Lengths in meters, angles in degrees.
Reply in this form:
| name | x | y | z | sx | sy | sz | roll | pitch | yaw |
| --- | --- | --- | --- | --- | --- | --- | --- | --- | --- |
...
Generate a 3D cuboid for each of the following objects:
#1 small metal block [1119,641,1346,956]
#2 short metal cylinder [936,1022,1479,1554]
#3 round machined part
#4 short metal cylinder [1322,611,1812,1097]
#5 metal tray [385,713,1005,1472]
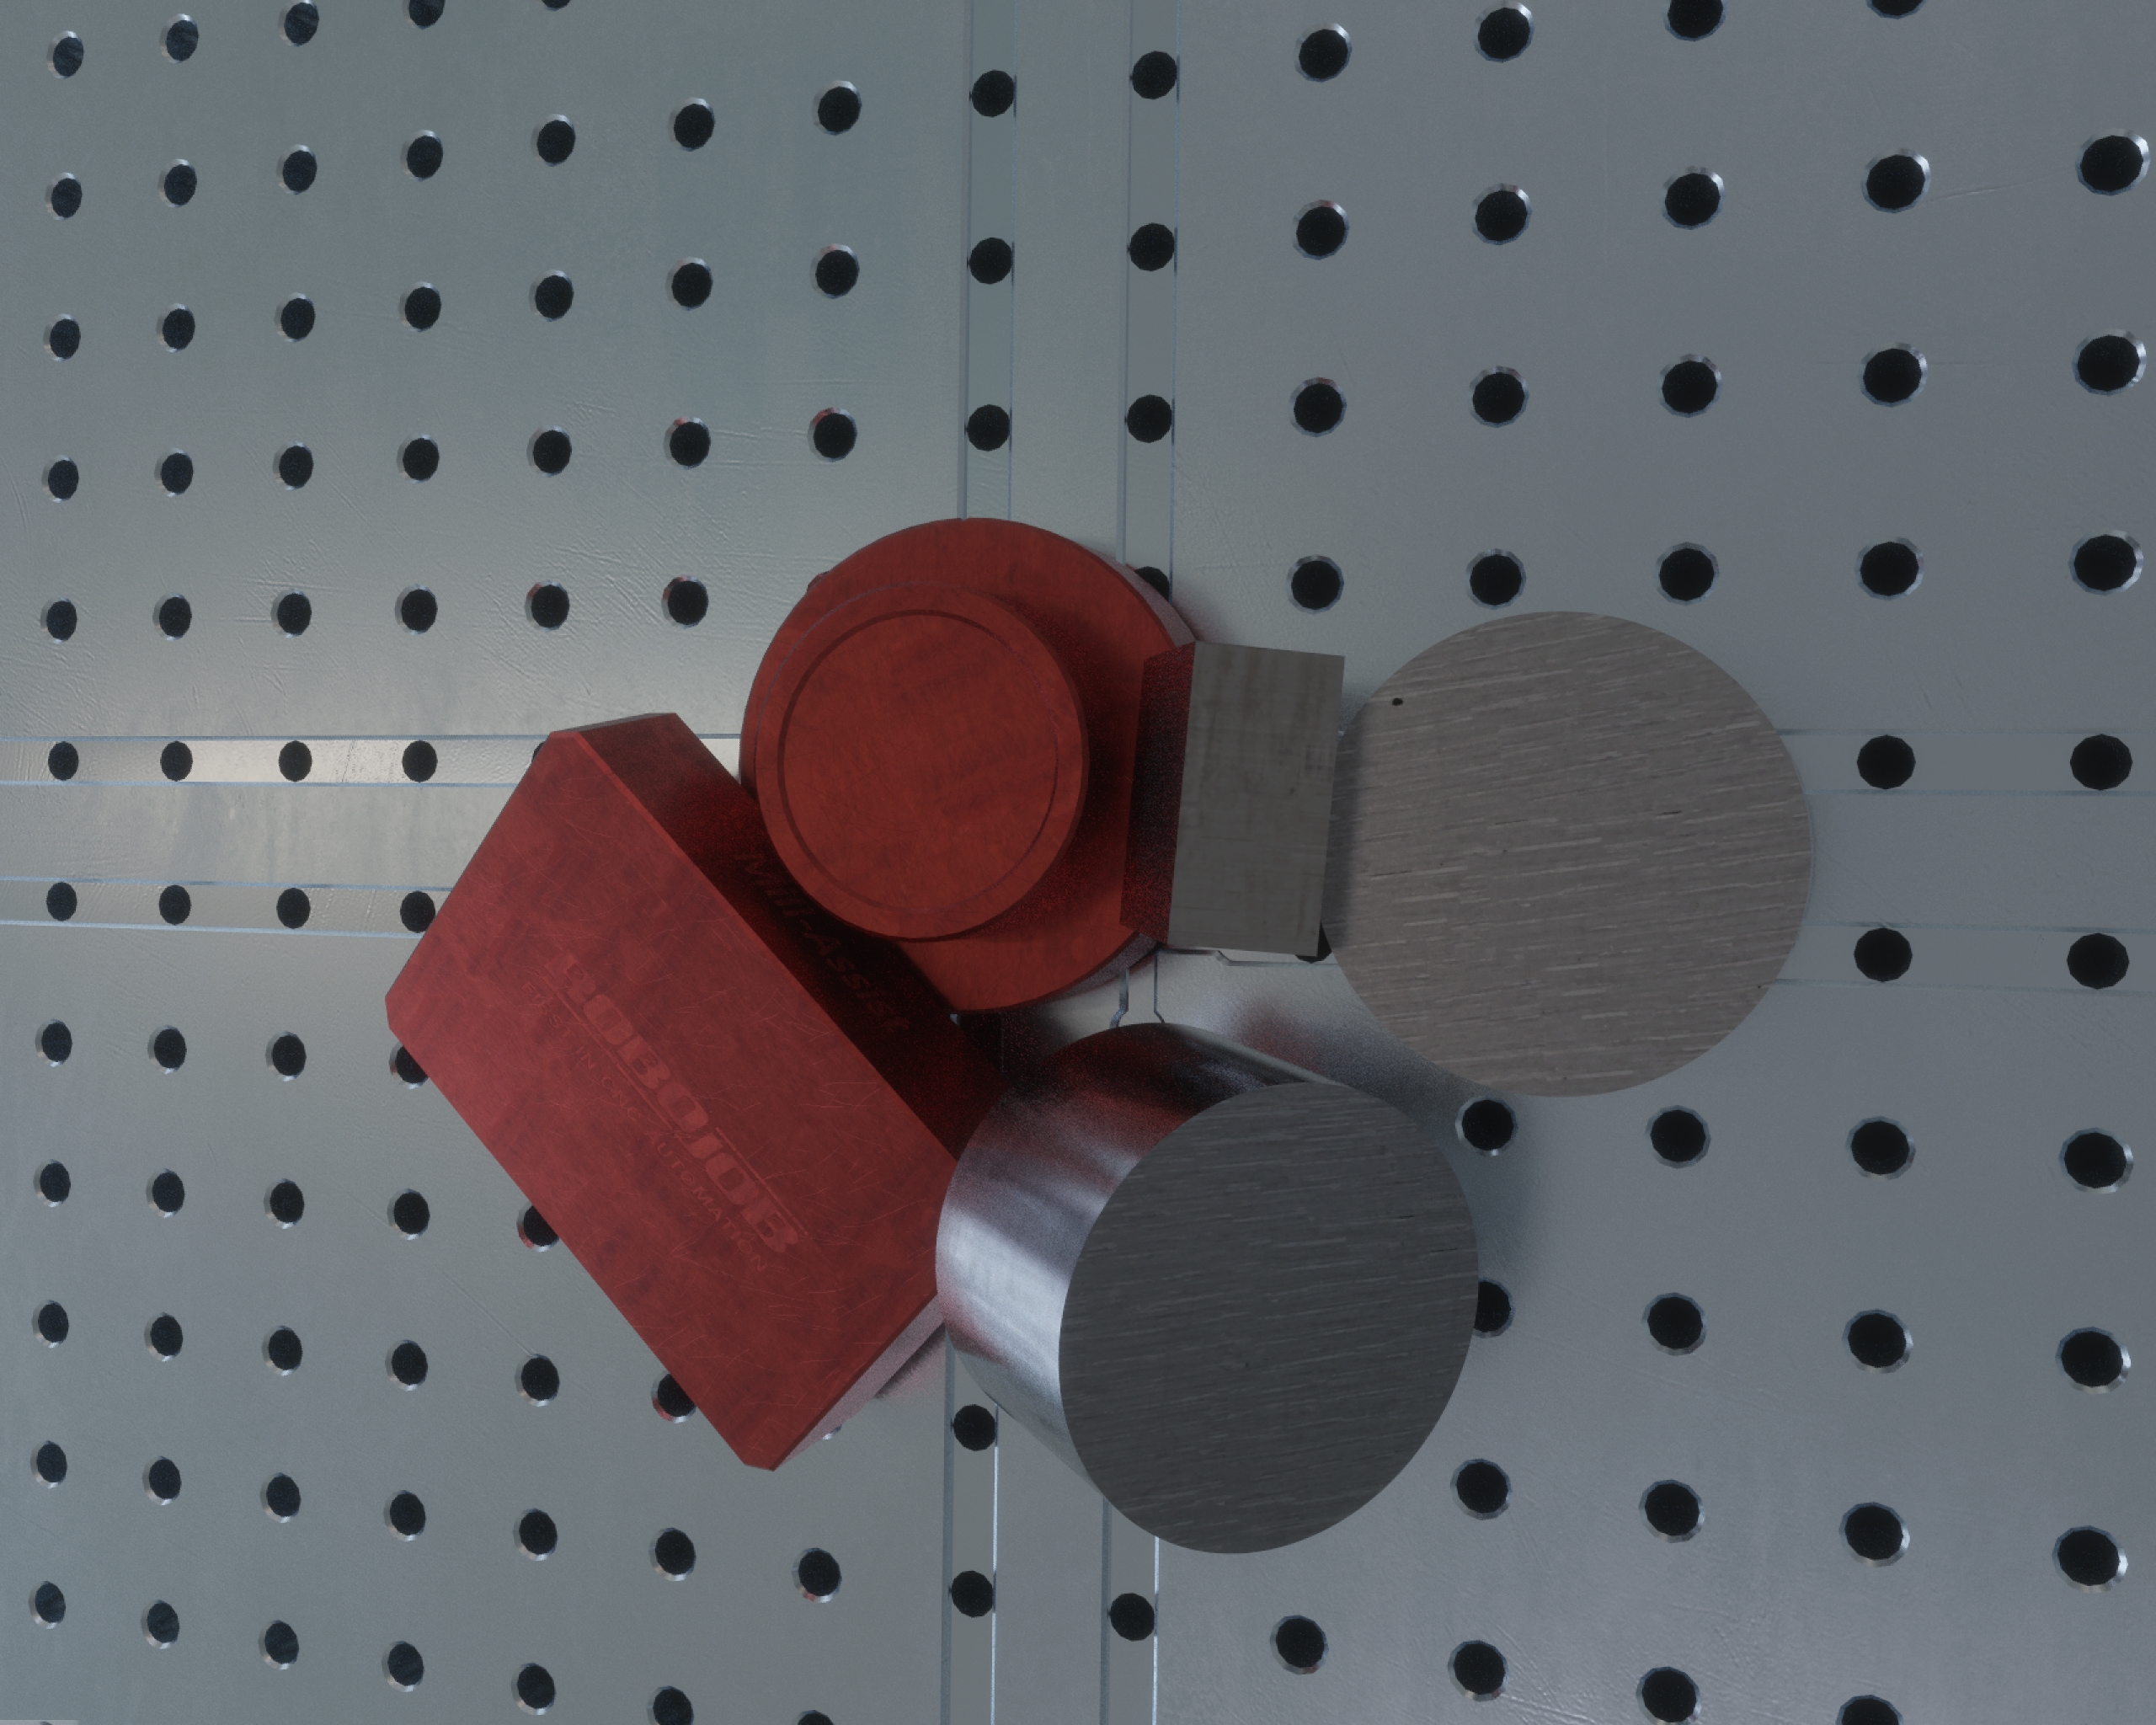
| name | x | y | z | sx | sy | sz | roll | pitch | yaw |
| --- | --- | --- | --- | --- | --- | --- | --- | --- | --- |
| small metal block | 0.026 | -0.011 | 0.367 | 0.025 | 0.050 | 0.050 | 5 | 91 | -8 |
| short metal cylinder | 0.022 | 0.072 | 0.365 | 0.050 | 0.081 | 0.079 | 16 | 97 | 63 |
| round machined part | -0.023 | -0.019 | 0.407 | 0.098 | 0.042 | 0.097 | 0 | 90 | 19 |
| short metal cylinder | 0.086 | -0.001 | 0.365 | 0.080 | 0.050 | 0.079 | 0 | 90 | 20 |
| metal tray | -0.074 | 0.045 | 0.420 | 0.130 | 0.030 | 0.090 | 47 | 119 | 13 |
